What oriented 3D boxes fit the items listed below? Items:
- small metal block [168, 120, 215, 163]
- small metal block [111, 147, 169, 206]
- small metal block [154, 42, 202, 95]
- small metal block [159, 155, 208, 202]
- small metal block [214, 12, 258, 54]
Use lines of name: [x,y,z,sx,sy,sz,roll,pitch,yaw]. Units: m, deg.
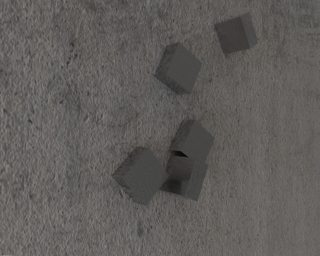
small metal block: [0.046,0.023,0.443,0.050,0.025,0.050,39,66,-33]
small metal block: [-0.023,0.059,0.385,0.050,0.025,0.050,-49,119,-29]
small metal block: [0.026,-0.080,0.426,0.050,0.025,0.050,33,70,-35]
small metal block: [0.031,0.066,0.414,0.025,0.050,0.050,31,71,-36]
small metal block: [0.120,-0.148,0.488,0.025,0.050,0.050,-36,113,-34]
